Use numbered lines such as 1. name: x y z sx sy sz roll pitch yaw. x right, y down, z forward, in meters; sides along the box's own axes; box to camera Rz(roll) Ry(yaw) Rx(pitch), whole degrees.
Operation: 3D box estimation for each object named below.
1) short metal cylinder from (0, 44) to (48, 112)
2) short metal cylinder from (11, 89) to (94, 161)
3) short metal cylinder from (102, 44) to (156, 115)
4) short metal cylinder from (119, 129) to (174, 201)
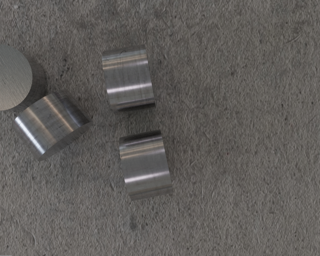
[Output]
1. short metal cylinder: -0.193 -0.061 0.396 0.081 0.050 0.080 0 90 0
2. short metal cylinder: -0.130 -0.003 0.381 0.080 0.080 0.050 -38 90 0
3. short metal cylinder: -0.036 -0.059 0.382 0.050 0.080 0.080 -10 90 0
4. short metal cylinder: -0.016 0.045 0.382 0.050 0.080 0.080 -12 90 0
